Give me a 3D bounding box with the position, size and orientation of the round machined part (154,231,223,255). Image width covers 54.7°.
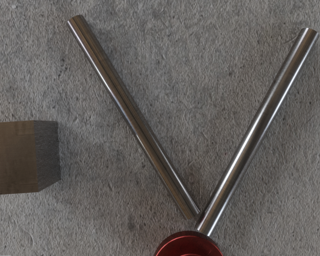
[{"bbox_3d":[0.039,0.189,0.402,0.099,0.042,0.097,0,90,-1],"label":"round machined part"}]

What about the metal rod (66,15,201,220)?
[{"bbox_3d":[-0.034,-0.014,0.409,0.025,0.025,0.299,-31,90,0],"label":"metal rod"}]

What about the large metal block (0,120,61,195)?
[{"bbox_3d":[-0.162,0.032,0.380,0.050,0.080,0.079,-4,90,0],"label":"large metal block"}]

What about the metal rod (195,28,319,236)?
[{"bbox_3d":[0.129,0.005,0.411,0.025,0.025,0.299,29,90,-1],"label":"metal rod"}]
